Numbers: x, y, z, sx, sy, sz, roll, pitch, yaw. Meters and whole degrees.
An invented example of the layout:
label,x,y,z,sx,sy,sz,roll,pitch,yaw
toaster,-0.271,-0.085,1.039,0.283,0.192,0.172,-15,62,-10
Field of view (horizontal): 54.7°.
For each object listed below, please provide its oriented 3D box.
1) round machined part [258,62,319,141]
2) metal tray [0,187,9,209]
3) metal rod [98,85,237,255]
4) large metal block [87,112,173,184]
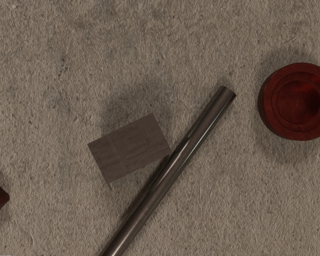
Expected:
label,x,y,z,sx,sy,sz,roll,pitch,yaw
round machined part,0.176,-0.033,0.404,0.099,0.042,0.097,0,90,-1
metal tray,-0.278,0.110,0.403,0.090,0.030,0.130,44,90,-1
metal rod,0.004,0.072,0.410,0.025,0.025,0.299,36,90,-1
large metal block,-0.033,0.022,0.382,0.080,0.080,0.050,-26,90,0
